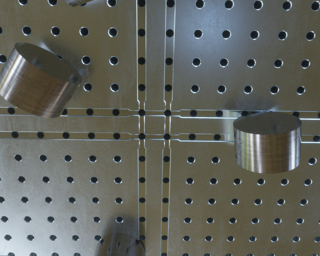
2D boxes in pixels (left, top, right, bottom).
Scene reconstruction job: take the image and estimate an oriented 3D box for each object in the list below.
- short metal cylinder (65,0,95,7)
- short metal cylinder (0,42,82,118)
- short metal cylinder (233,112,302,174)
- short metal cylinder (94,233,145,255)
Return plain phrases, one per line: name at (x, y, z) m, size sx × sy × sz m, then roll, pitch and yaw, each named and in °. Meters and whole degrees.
short metal cylinder at (-0.082, -0.173, 0.319) m, size 0.050 × 0.080 × 0.080 m, roll -17°, pitch 110°, yaw 6°
short metal cylinder at (-0.140, -0.056, 0.362) m, size 0.080 × 0.080 × 0.050 m, roll 33°, pitch 107°, yaw -12°
short metal cylinder at (0.135, 0.016, 0.392) m, size 0.080 × 0.080 × 0.050 m, roll -7°, pitch 110°, yaw 2°
short metal cylinder at (-0.064, 0.211, 0.477) m, size 0.081 × 0.050 × 0.079 m, roll 0°, pitch 110°, yaw -1°
